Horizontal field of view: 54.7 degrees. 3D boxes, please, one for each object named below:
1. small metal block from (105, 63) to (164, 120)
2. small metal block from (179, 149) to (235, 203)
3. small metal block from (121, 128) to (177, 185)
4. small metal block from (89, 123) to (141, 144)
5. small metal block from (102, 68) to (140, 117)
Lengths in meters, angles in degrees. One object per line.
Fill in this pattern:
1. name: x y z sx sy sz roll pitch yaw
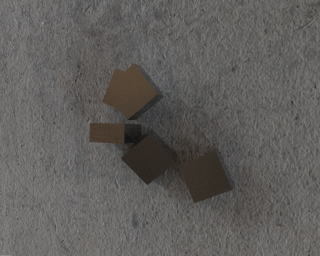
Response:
1. small metal block: -0.032 -0.045 0.394 0.050 0.025 0.050 -39 78 15
2. small metal block: 0.059 0.060 0.388 0.050 0.025 0.050 -25 82 18
3. small metal block: -0.014 0.038 0.405 0.050 0.025 0.050 -40 100 15
4. small metal block: -0.059 0.007 0.416 0.050 0.050 0.025 1 90 20
5. small metal block: -0.044 -0.048 0.424 0.050 0.025 0.050 26 99 18
